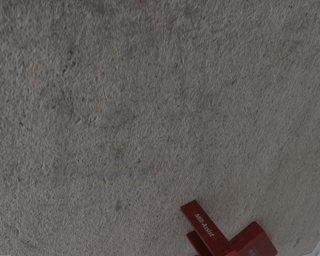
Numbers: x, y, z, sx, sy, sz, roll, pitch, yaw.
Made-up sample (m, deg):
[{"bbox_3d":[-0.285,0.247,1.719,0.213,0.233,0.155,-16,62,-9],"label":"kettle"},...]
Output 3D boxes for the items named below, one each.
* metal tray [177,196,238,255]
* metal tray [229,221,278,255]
[{"bbox_3d":[0.078,0.188,0.514,0.030,0.130,0.089,-24,127,-15],"label":"metal tray"},{"bbox_3d":[0.201,0.268,0.679,0.090,0.030,0.130,-39,130,-2],"label":"metal tray"}]
